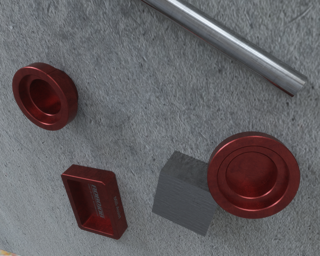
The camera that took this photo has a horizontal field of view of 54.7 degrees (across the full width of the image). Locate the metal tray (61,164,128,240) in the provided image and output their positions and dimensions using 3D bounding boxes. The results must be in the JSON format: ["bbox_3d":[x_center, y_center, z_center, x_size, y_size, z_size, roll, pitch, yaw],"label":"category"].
[{"bbox_3d":[-0.112,0.130,0.540,0.090,0.030,0.129,6,121,24],"label":"metal tray"}]

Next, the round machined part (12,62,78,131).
[{"bbox_3d":[-0.159,-0.048,0.447,0.098,0.042,0.097,13,124,20],"label":"round machined part"}]

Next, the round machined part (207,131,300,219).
[{"bbox_3d":[0.104,0.051,0.357,0.099,0.042,0.097,2,104,7],"label":"round machined part"}]

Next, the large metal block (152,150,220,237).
[{"bbox_3d":[0.041,0.089,0.423,0.080,0.050,0.079,22,127,15],"label":"large metal block"}]

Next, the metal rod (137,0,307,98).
[{"bbox_3d":[0.014,-0.124,0.321,0.301,0.025,0.025,34,129,5],"label":"metal rod"}]
